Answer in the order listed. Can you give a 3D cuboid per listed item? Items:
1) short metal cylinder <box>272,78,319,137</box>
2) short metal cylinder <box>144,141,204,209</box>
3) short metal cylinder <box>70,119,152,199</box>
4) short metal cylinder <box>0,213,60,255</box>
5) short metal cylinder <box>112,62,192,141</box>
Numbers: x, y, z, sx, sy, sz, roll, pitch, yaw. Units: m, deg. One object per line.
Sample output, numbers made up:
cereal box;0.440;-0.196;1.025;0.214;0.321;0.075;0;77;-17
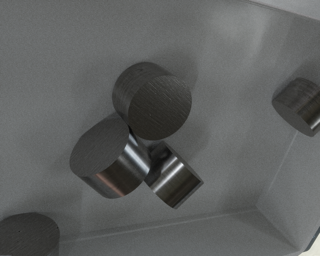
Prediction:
short metal cylinder;0.222;-0.032;0.478;0.050;0.080;0.080;-46;130;3
short metal cylinder;0.014;0.063;0.421;0.050;0.080;0.080;-44;130;2
short metal cylinder;-0.057;0.036;0.365;0.080;0.080;0.050;-39;130;-3
short metal cylinder;-0.165;0.150;0.377;0.081;0.080;0.050;-3;120;-27
short metal cylinder;-0.010;-0.032;0.367;0.081;0.050;0.079;-15;123;-23
